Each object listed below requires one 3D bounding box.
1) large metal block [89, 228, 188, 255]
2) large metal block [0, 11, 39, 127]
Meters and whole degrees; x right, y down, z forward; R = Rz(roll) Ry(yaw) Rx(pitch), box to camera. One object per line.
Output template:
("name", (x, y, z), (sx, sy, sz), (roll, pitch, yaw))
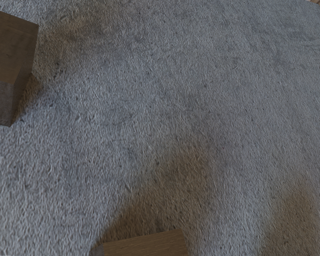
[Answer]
("large metal block", (-0.015, 0.146, 0.290), (0.081, 0.050, 0.080), (0, 62, -28))
("large metal block", (-0.165, -0.060, 0.316), (0.050, 0.080, 0.080), (17, 55, -19))
